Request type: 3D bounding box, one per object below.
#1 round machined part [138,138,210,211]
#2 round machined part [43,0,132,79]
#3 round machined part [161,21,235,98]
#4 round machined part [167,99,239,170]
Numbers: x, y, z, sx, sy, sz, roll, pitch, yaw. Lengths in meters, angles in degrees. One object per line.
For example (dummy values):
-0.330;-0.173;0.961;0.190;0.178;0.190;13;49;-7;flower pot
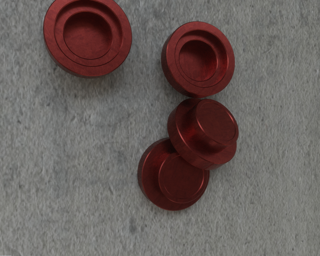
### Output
0.023;0.061;0.410;0.099;0.042;0.097;0;90;-21;round machined part
-0.086;-0.107;0.368;0.099;0.042;0.097;0;90;-21;round machined part
0.047;-0.088;0.416;0.099;0.042;0.097;2;85;-20;round machined part
0.062;0.001;0.400;0.099;0.042;0.098;19;51;-24;round machined part
